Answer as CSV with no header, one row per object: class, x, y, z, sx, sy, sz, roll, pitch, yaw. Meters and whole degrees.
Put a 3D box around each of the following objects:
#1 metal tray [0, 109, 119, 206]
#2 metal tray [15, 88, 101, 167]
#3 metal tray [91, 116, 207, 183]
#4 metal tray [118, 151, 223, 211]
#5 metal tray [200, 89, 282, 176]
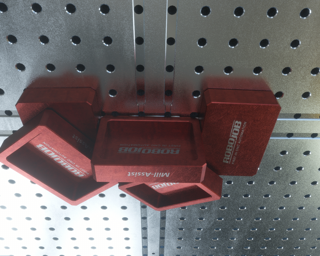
metal tray,-0.127,0.044,0.403,0.090,0.030,0.130,-31,125,23
metal tray,-0.125,0.009,0.414,0.091,0.030,0.129,-1,131,0
metal tray,-0.013,0.024,0.388,0.131,0.090,0.030,1,130,-2
metal tray,0.013,0.082,0.454,0.130,0.030,0.090,-24,129,40
metal tray,0.097,0.011,0.418,0.091,0.030,0.129,2,130,-3
